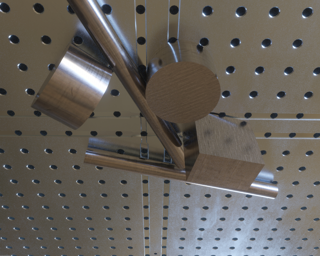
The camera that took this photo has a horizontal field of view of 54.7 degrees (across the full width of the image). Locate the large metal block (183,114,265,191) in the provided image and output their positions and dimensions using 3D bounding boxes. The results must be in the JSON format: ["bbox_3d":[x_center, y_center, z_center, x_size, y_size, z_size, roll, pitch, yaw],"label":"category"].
[{"bbox_3d":[0.077,0.028,0.400,0.081,0.080,0.050,11,129,-9],"label":"large metal block"}]

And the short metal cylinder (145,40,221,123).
[{"bbox_3d":[0.025,-0.052,0.351,0.081,0.050,0.079,0,130,0],"label":"short metal cylinder"}]

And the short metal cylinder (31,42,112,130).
[{"bbox_3d":[-0.096,-0.045,0.337,0.050,0.080,0.080,32,123,-24],"label":"short metal cylinder"}]

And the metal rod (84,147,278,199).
[{"bbox_3d":[0.038,0.071,0.471,0.302,0.025,0.025,12,129,-11],"label":"metal rod"}]

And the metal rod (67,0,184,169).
[{"bbox_3d":[-0.030,-0.052,0.366,0.025,0.025,0.299,-20,128,16],"label":"metal rod"}]
